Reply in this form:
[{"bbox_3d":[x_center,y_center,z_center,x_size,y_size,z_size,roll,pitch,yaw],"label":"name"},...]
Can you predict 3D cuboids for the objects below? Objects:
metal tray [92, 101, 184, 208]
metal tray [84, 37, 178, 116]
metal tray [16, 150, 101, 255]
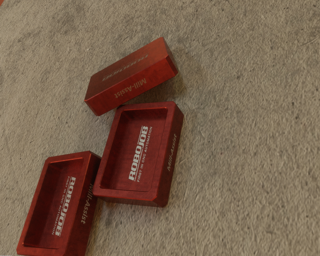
[{"bbox_3d":[-0.026,0.030,0.395,0.090,0.030,0.130,-2,61,27],"label":"metal tray"},{"bbox_3d":[-0.043,-0.077,0.450,0.130,0.030,0.090,-26,31,11],"label":"metal tray"},{"bbox_3d":[-0.125,0.098,0.398,0.090,0.030,0.130,-11,57,31],"label":"metal tray"}]
